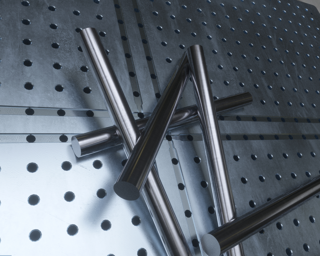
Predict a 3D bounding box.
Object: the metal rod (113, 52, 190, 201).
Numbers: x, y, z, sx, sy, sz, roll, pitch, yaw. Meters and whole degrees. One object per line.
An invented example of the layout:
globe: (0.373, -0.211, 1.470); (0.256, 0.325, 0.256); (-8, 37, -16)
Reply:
metal rod: (0.010, -0.030, 0.394); (0.025, 0.025, 0.301); (33, 39, -7)

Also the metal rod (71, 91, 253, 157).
metal rod: (0.026, -0.014, 0.431); (0.303, 0.025, 0.025); (-16, 71, -35)

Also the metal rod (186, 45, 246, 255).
metal rod: (0.070, 0.023, 0.410); (0.025, 0.025, 0.299); (3, 68, -27)

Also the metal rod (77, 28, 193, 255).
metal rod: (-0.029, 0.022, 0.352); (0.025, 0.025, 0.299); (-18, 80, -35)

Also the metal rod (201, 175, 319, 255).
metal rod: (0.165, 0.102, 0.412); (0.302, 0.025, 0.025); (-9, 66, -40)
